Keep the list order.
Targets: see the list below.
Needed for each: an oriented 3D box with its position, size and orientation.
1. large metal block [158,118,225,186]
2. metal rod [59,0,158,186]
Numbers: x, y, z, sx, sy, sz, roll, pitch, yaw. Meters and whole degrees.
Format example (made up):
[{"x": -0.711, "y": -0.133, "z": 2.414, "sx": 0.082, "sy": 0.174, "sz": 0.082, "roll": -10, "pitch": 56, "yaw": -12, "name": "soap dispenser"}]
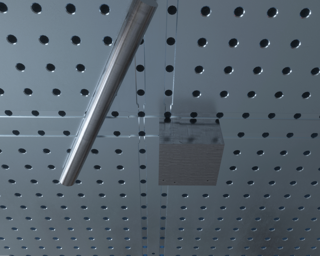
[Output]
[{"x": 0.039, "y": 0.034, "z": 0.425, "sx": 0.081, "sy": 0.050, "sz": 0.079, "roll": 0, "pitch": 130, "yaw": -1, "name": "large metal block"}, {"x": -0.078, "y": -0.023, "z": 0.390, "sx": 0.025, "sy": 0.025, "sz": 0.298, "roll": 20, "pitch": 127, "yaw": -17, "name": "metal rod"}]
